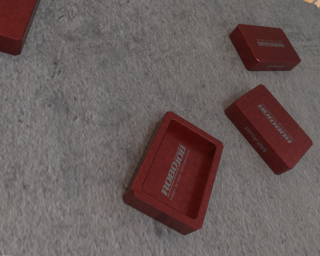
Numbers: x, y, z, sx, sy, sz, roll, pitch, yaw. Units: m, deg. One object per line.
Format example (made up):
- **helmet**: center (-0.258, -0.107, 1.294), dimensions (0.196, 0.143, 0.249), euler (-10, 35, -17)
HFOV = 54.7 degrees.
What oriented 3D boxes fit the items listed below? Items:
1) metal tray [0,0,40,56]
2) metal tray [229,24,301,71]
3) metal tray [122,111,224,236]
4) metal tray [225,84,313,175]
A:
- **metal tray**: center (-0.206, -0.159, 0.387), dimensions (0.091, 0.030, 0.130), euler (15, 56, -20)
- **metal tray**: center (0.209, -0.158, 0.613), dimensions (0.131, 0.030, 0.090), euler (-7, 65, -32)
- **metal tray**: center (0.022, 0.051, 0.382), dimensions (0.090, 0.030, 0.130), euler (31, 51, -9)
- **metal tray**: center (0.176, -0.001, 0.499), dimensions (0.091, 0.030, 0.130), euler (-32, 80, -38)
